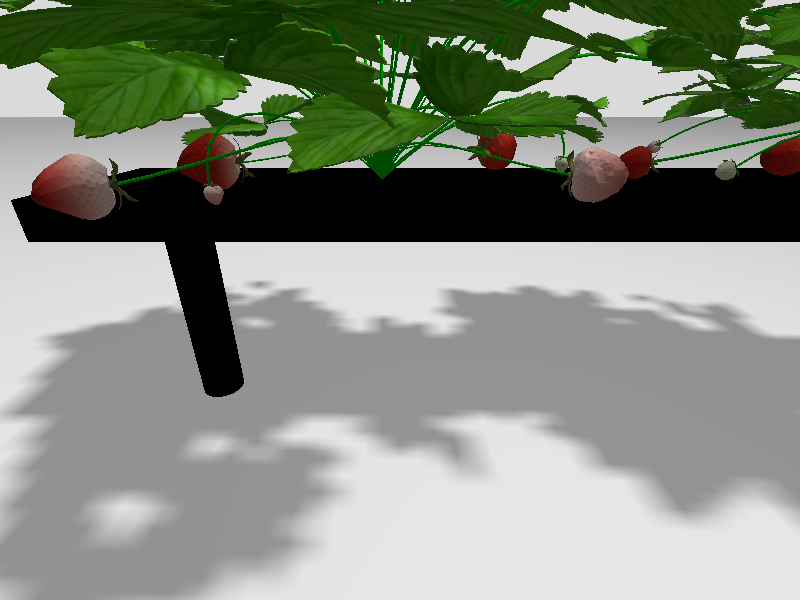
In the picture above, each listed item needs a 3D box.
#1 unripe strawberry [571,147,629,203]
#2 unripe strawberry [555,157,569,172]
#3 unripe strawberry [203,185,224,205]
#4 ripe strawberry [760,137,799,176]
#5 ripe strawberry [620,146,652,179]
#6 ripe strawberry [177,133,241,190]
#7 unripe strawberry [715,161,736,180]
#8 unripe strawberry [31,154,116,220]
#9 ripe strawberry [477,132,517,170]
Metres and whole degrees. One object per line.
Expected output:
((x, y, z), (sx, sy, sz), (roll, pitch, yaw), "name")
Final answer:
((0.122, -0.076, 0.246), (0.032, 0.033, 0.029), (18, 31, 31), "unripe strawberry")
((0.128, -0.106, 0.315), (0.011, 0.011, 0.011), (4, 26, 7), "unripe strawberry")
((-0.112, -0.063, 0.242), (0.013, 0.011, 0.011), (22, 34, 38), "unripe strawberry")
((0.340, -0.127, 0.356), (0.033, 0.032, 0.031), (6, 27, 14), "ripe strawberry")
((0.196, -0.116, 0.337), (0.027, 0.026, 0.025), (0, 26, 1), "ripe strawberry")
((-0.140, -0.100, 0.292), (0.041, 0.040, 0.038), (-9, 28, -17), "ripe strawberry")
((0.265, -0.105, 0.326), (0.014, 0.015, 0.013), (-14, 26, 3), "unripe strawberry")
((-0.174, -0.059, 0.214), (0.036, 0.035, 0.033), (-21, 33, -35), "unripe strawberry")
((0.097, -0.149, 0.394), (0.040, 0.040, 0.037), (-14, 30, -28), "ripe strawberry")
